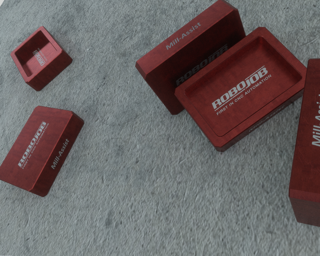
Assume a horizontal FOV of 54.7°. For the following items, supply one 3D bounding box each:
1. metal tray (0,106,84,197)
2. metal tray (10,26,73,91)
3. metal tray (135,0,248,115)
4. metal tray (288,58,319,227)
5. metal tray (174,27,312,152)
[{"bbox_3d":[-0.184,0.031,0.478,0.090,0.030,0.130,10,66,32],"label":"metal tray"},{"bbox_3d":[-0.236,-0.140,0.610,0.090,0.030,0.130,-42,51,-1],"label":"metal tray"},{"bbox_3d":[0.046,-0.084,0.389,0.130,0.090,0.030,-36,50,4],"label":"metal tray"},{"bbox_3d":[0.144,0.014,0.277,0.030,0.090,0.130,5,64,31],"label":"metal tray"},{"bbox_3d":[0.094,-0.045,0.361,0.130,0.030,0.090,-36,69,4],"label":"metal tray"}]
